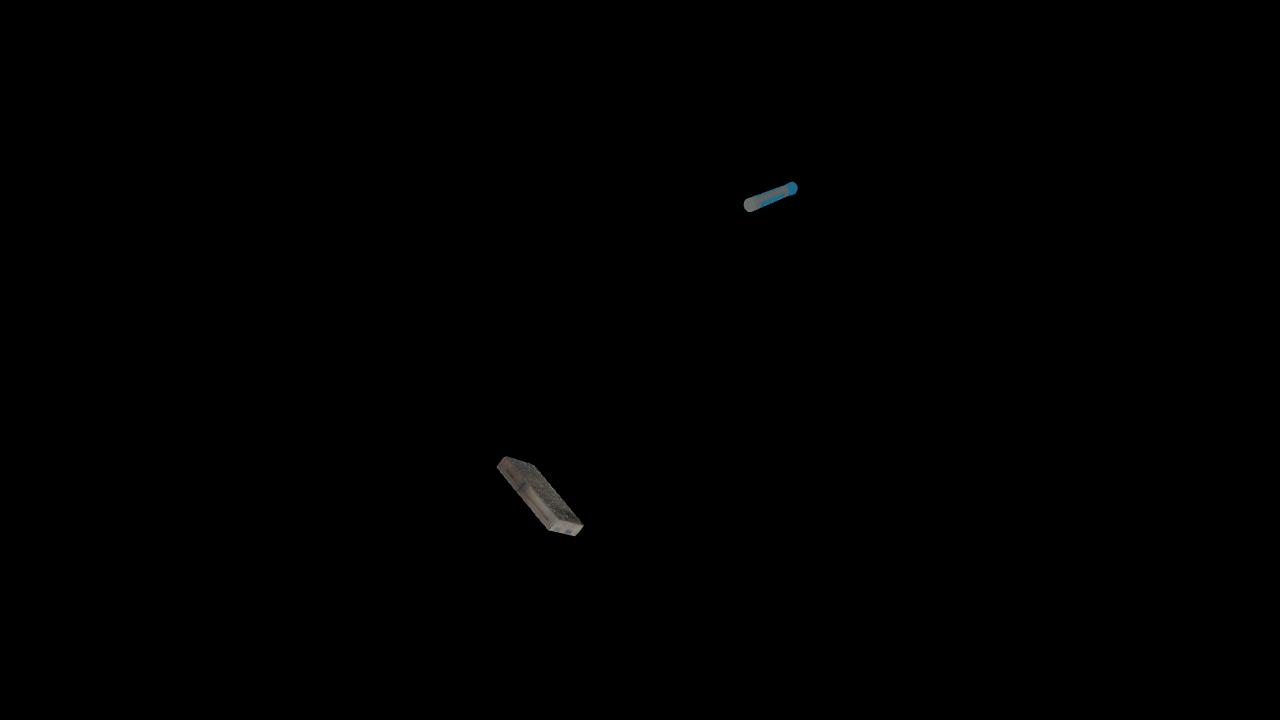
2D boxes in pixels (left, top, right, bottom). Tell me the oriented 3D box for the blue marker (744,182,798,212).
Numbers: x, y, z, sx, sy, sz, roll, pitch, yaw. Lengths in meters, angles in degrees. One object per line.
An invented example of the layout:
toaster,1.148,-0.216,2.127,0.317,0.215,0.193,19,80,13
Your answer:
blue marker,0.187,-0.231,0.865,0.020,0.020,0.121,0,22,46

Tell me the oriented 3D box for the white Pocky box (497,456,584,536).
white Pocky box,-0.161,0.218,0.992,0.154,0.028,0.084,40,1,34
